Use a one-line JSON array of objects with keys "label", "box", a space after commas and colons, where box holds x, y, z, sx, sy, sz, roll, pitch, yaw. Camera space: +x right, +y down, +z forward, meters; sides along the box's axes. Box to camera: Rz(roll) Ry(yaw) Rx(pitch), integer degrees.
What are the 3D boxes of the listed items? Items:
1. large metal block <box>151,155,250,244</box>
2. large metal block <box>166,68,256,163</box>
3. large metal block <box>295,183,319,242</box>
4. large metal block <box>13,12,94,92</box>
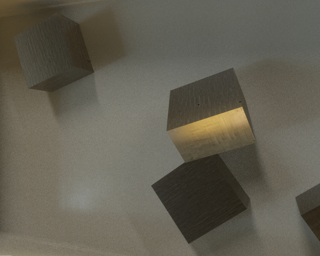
[{"label": "large metal block", "box": [0.051, 0.079, 0.379, 0.080, 0.050, 0.080, -37, 78, 16]}, {"label": "large metal block", "box": [0.057, -0.016, 0.354, 0.080, 0.080, 0.050, -18, 125, 19]}, {"label": "large metal block", "box": [0.191, 0.080, 0.314, 0.080, 0.080, 0.050, -37, 78, 16]}, {"label": "large metal block", "box": [-0.154, -0.106, 0.452, 0.080, 0.050, 0.080, -20, 83, 19]}]
